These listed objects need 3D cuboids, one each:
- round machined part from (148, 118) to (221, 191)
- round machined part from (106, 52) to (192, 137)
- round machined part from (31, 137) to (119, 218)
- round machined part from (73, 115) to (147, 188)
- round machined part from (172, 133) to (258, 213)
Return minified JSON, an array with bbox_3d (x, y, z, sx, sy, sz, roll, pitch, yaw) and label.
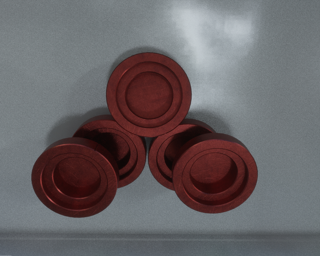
[{"bbox_3d":[0.034,0.033,0.413,0.099,0.042,0.097,0,110,0],"label":"round machined part"},{"bbox_3d":[-0.013,-0.039,0.376,0.099,0.042,0.097,0,92,-2],"label":"round machined part"},{"bbox_3d":[-0.098,0.056,0.376,0.099,0.042,0.097,0,110,0],"label":"round machined part"},{"bbox_3d":[-0.067,0.028,0.410,0.099,0.042,0.097,0,110,0],"label":"round machined part"},{"bbox_3d":[0.063,0.051,0.376,0.099,0.042,0.097,0,110,0],"label":"round machined part"}]
